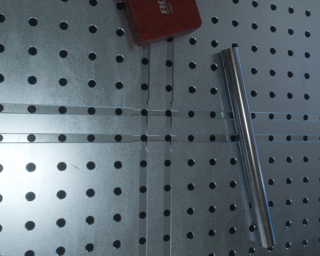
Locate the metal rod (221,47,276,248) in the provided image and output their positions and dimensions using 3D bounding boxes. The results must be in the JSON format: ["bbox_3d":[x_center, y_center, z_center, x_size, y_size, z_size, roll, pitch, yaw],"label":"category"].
[{"bbox_3d":[0.132,0.031,0.461,0.025,0.025,0.298,-14,95,-20],"label":"metal rod"}]

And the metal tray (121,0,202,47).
[{"bbox_3d":[-0.007,-0.183,0.407,0.091,0.030,0.129,-21,97,-19],"label":"metal tray"}]
